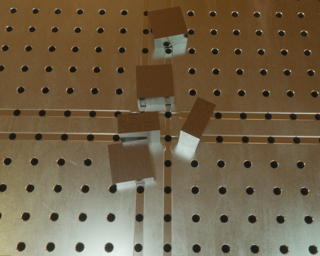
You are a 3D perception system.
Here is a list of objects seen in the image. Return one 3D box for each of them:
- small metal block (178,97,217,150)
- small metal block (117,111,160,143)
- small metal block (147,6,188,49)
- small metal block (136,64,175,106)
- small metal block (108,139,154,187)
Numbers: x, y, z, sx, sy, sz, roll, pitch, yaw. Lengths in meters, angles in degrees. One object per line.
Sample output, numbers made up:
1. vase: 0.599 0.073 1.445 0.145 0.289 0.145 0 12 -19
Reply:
1. small metal block: 0.047 -0.004 0.401 0.025 0.050 0.050 25 72 8
2. small metal block: -0.026 0.001 0.398 0.050 0.050 0.025 -5 70 -2
3. small metal block: 0.011 -0.151 0.467 0.050 0.025 0.050 -11 71 -5
4. small metal block: -0.007 -0.060 0.434 0.050 0.025 0.050 -3 70 -2
5. small metal block: -0.037 0.045 0.395 0.050 0.025 0.050 -9 70 -4
